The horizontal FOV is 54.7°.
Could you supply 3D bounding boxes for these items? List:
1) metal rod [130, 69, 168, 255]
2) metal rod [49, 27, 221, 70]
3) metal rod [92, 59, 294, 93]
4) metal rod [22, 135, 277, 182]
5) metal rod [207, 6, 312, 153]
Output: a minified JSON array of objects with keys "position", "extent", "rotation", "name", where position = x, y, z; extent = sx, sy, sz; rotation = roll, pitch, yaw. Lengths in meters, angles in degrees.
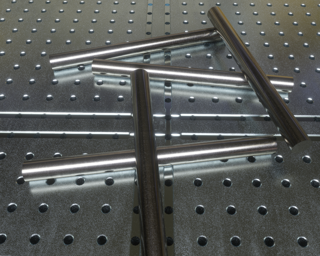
[{"position":[-0.012,0.056,0.333],"extent":[0.025,0.025,0.299],"rotation":[-4,58,-4],"name":"metal rod"},{"position":[-0.029,-0.137,0.522],"extent":[0.302,0.025,0.025],"rotation":[-13,51,-11],"name":"metal rod"},{"position":[0.046,-0.080,0.475],"extent":[0.302,0.025,0.025],"rotation":[6,50,4],"name":"metal rod"},{"position":[-0.007,0.036,0.377],"extent":[0.302,0.025,0.025],"rotation":[-6,50,-6],"name":"metal rod"},{"position":[0.129,-0.090,0.451],"extent":[0.025,0.025,0.300],"rotation":[-10,51,-9],"name":"metal rod"}]
